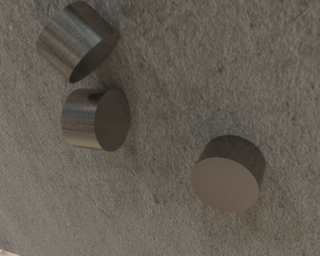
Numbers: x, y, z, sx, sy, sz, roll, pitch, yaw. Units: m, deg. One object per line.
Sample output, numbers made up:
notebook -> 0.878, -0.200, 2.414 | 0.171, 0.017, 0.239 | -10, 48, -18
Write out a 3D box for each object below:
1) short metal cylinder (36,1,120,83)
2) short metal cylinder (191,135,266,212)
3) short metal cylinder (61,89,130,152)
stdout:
short metal cylinder -> -0.093, -0.098, 0.358 | 0.050, 0.080, 0.080 | 45, 129, -3
short metal cylinder -> 0.084, 0.056, 0.380 | 0.080, 0.050, 0.079 | 13, 124, 20
short metal cylinder -> -0.081, -0.011, 0.405 | 0.050, 0.080, 0.079 | 5, 121, 25
